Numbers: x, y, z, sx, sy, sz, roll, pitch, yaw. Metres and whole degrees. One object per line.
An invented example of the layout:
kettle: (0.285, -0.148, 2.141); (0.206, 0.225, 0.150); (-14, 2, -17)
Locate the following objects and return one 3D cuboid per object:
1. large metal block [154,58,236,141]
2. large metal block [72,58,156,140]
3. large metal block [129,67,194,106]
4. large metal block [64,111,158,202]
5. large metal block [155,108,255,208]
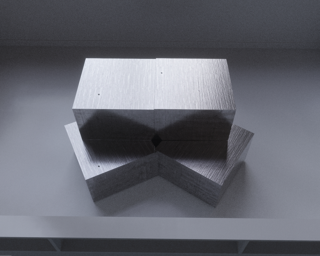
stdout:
large metal block: (0.035, -0.033, 0.348); (0.080, 0.050, 0.080); (1, 50, 0)
large metal block: (-0.046, -0.033, 0.349); (0.080, 0.050, 0.080); (1, 50, 0)
large metal block: (0.003, -0.042, 0.422); (0.080, 0.050, 0.080); (1, 50, 1)
large metal block: (-0.056, 0.027, 0.364); (0.081, 0.050, 0.080); (-21, 53, -17)
large metal block: (0.051, 0.031, 0.360); (0.080, 0.050, 0.080); (27, 55, 21)
